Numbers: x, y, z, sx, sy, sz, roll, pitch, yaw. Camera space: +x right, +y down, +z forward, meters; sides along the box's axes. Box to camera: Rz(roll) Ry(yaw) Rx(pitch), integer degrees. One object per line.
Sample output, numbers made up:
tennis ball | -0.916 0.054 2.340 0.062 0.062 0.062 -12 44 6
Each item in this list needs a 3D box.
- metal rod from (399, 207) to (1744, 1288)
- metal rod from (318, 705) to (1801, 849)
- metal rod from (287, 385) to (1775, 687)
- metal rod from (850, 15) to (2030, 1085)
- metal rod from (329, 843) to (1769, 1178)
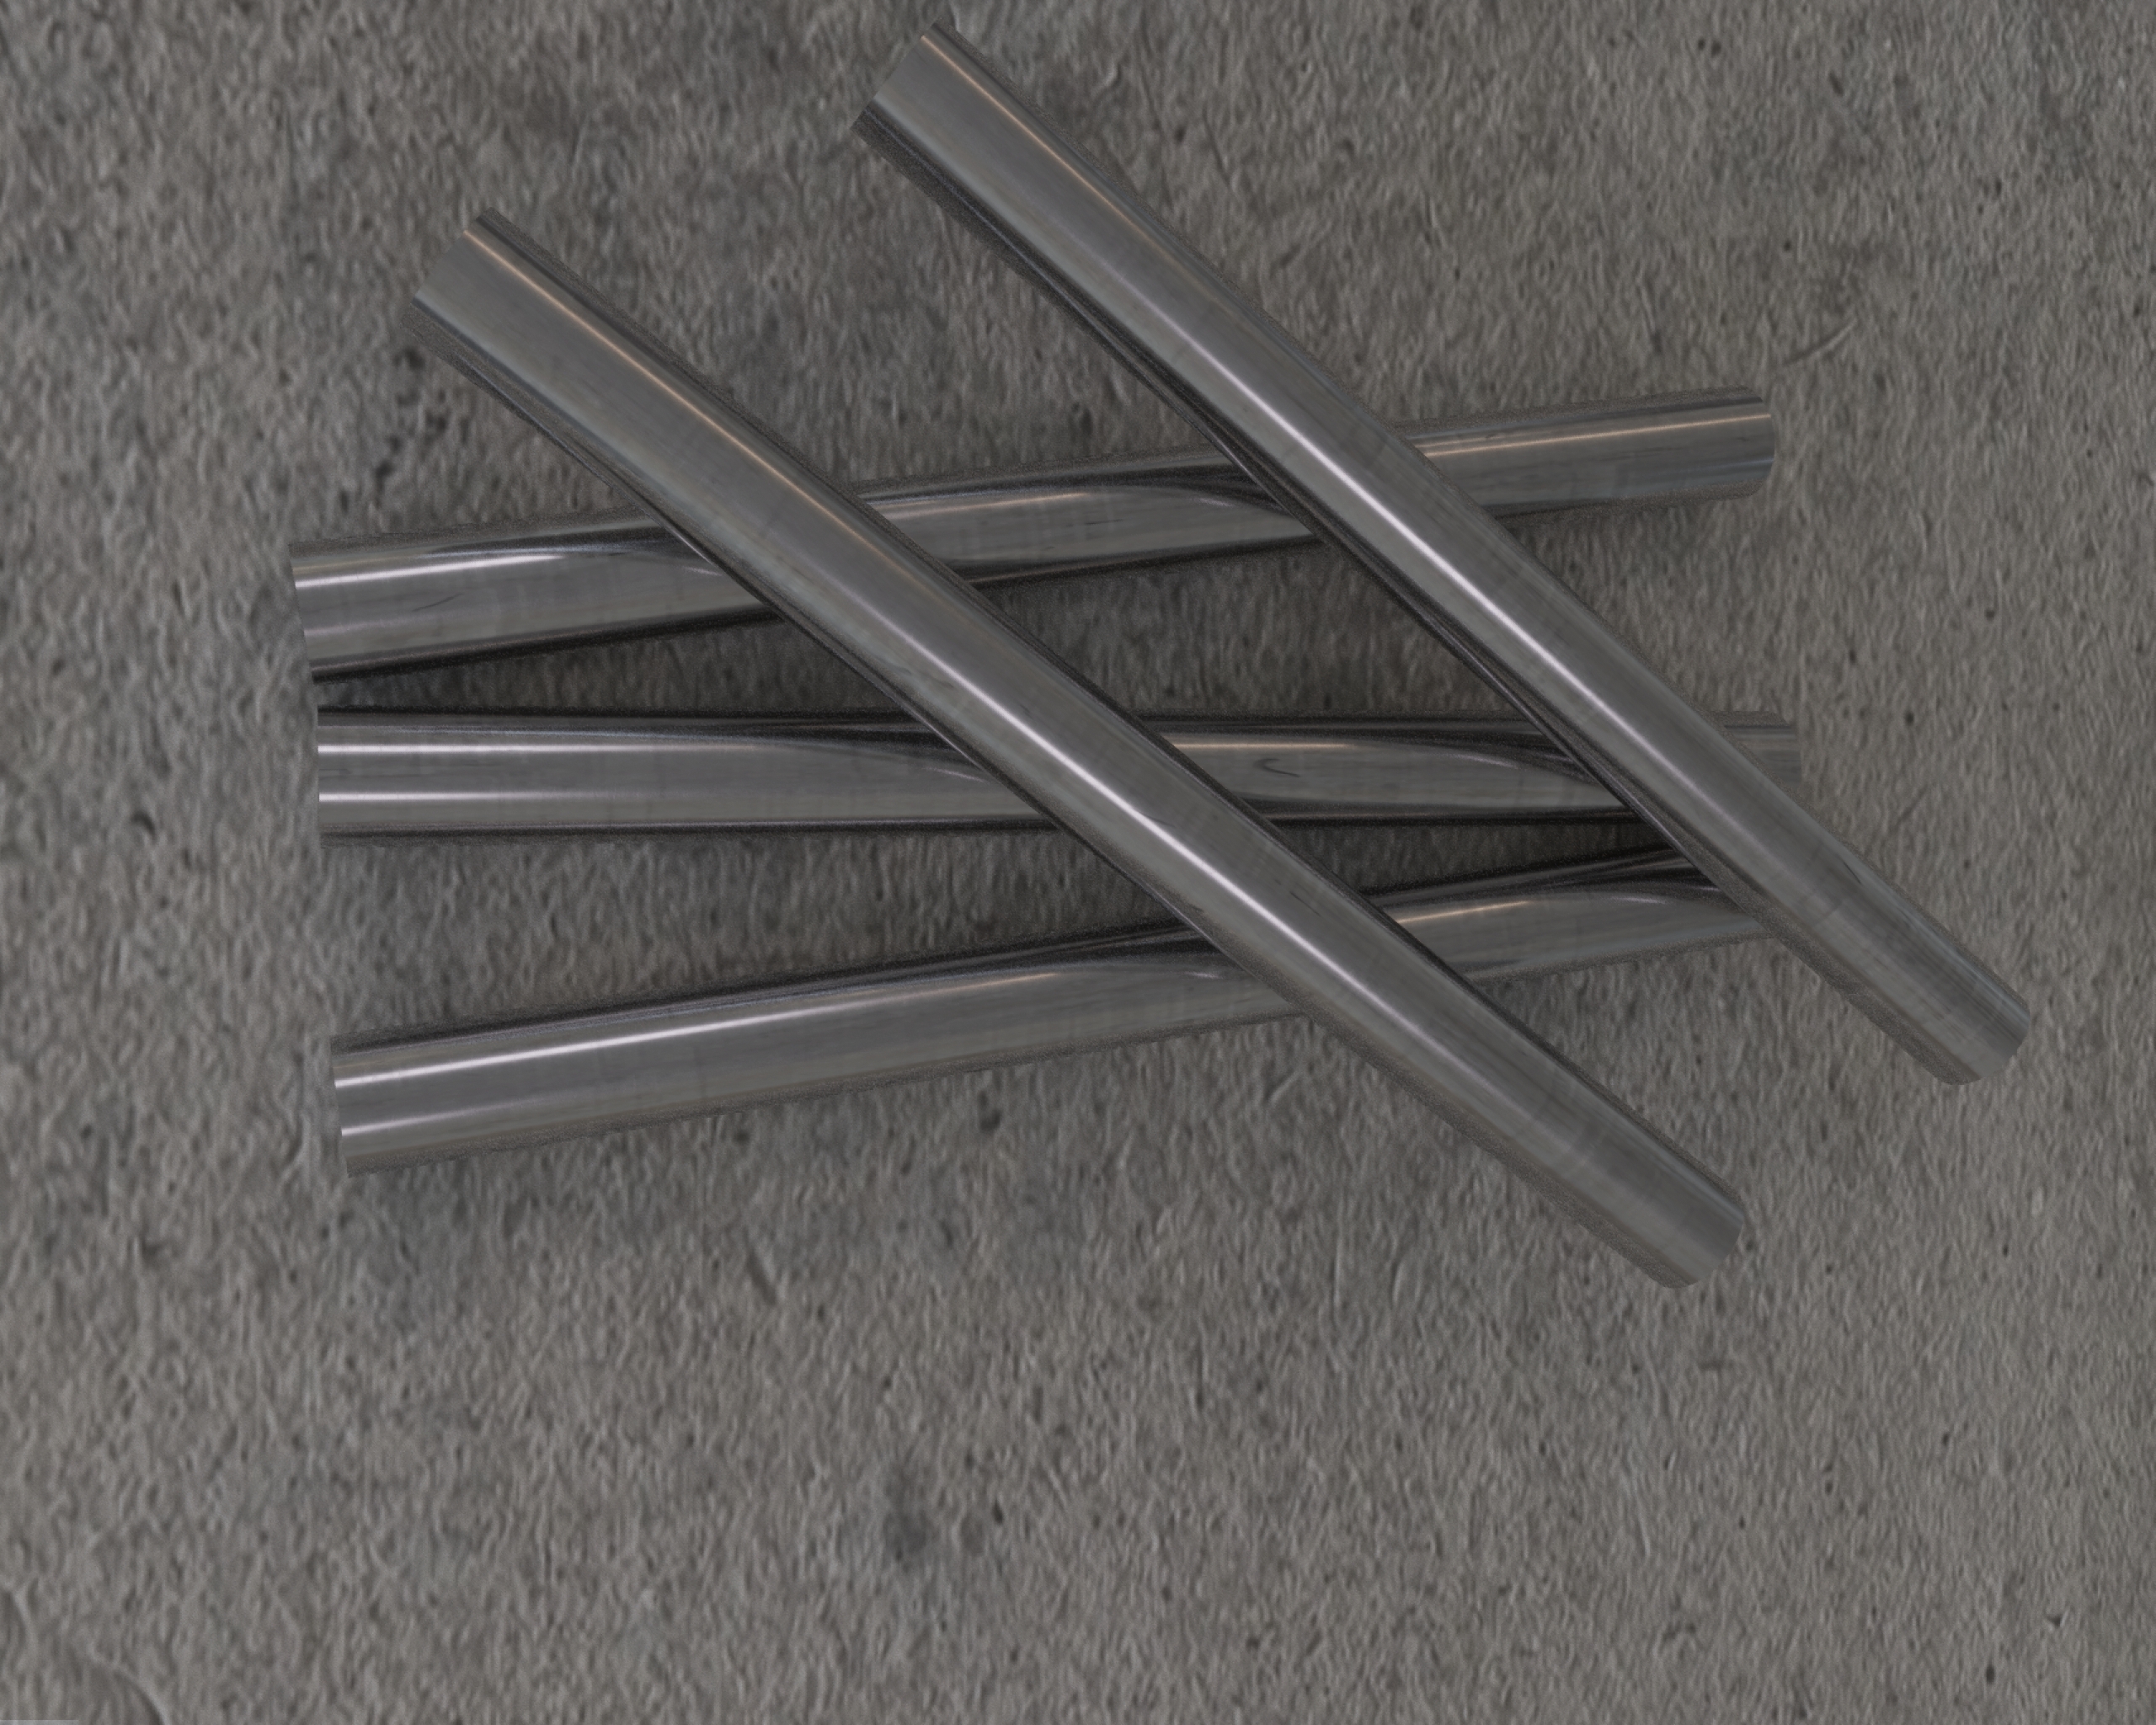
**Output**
metal rod | 0.011 -0.011 0.385 0.301 0.025 0.025 37 78 -16
metal rod | 0.011 -0.018 0.412 0.302 0.025 0.025 -1 91 -20
metal rod | 0.006 -0.068 0.410 0.302 0.025 0.025 -10 94 -20
metal rod | 0.082 -0.051 0.410 0.301 0.025 0.025 38 78 -16
metal rod | 0.013 0.023 0.413 0.302 0.025 0.025 -8 93 -20
